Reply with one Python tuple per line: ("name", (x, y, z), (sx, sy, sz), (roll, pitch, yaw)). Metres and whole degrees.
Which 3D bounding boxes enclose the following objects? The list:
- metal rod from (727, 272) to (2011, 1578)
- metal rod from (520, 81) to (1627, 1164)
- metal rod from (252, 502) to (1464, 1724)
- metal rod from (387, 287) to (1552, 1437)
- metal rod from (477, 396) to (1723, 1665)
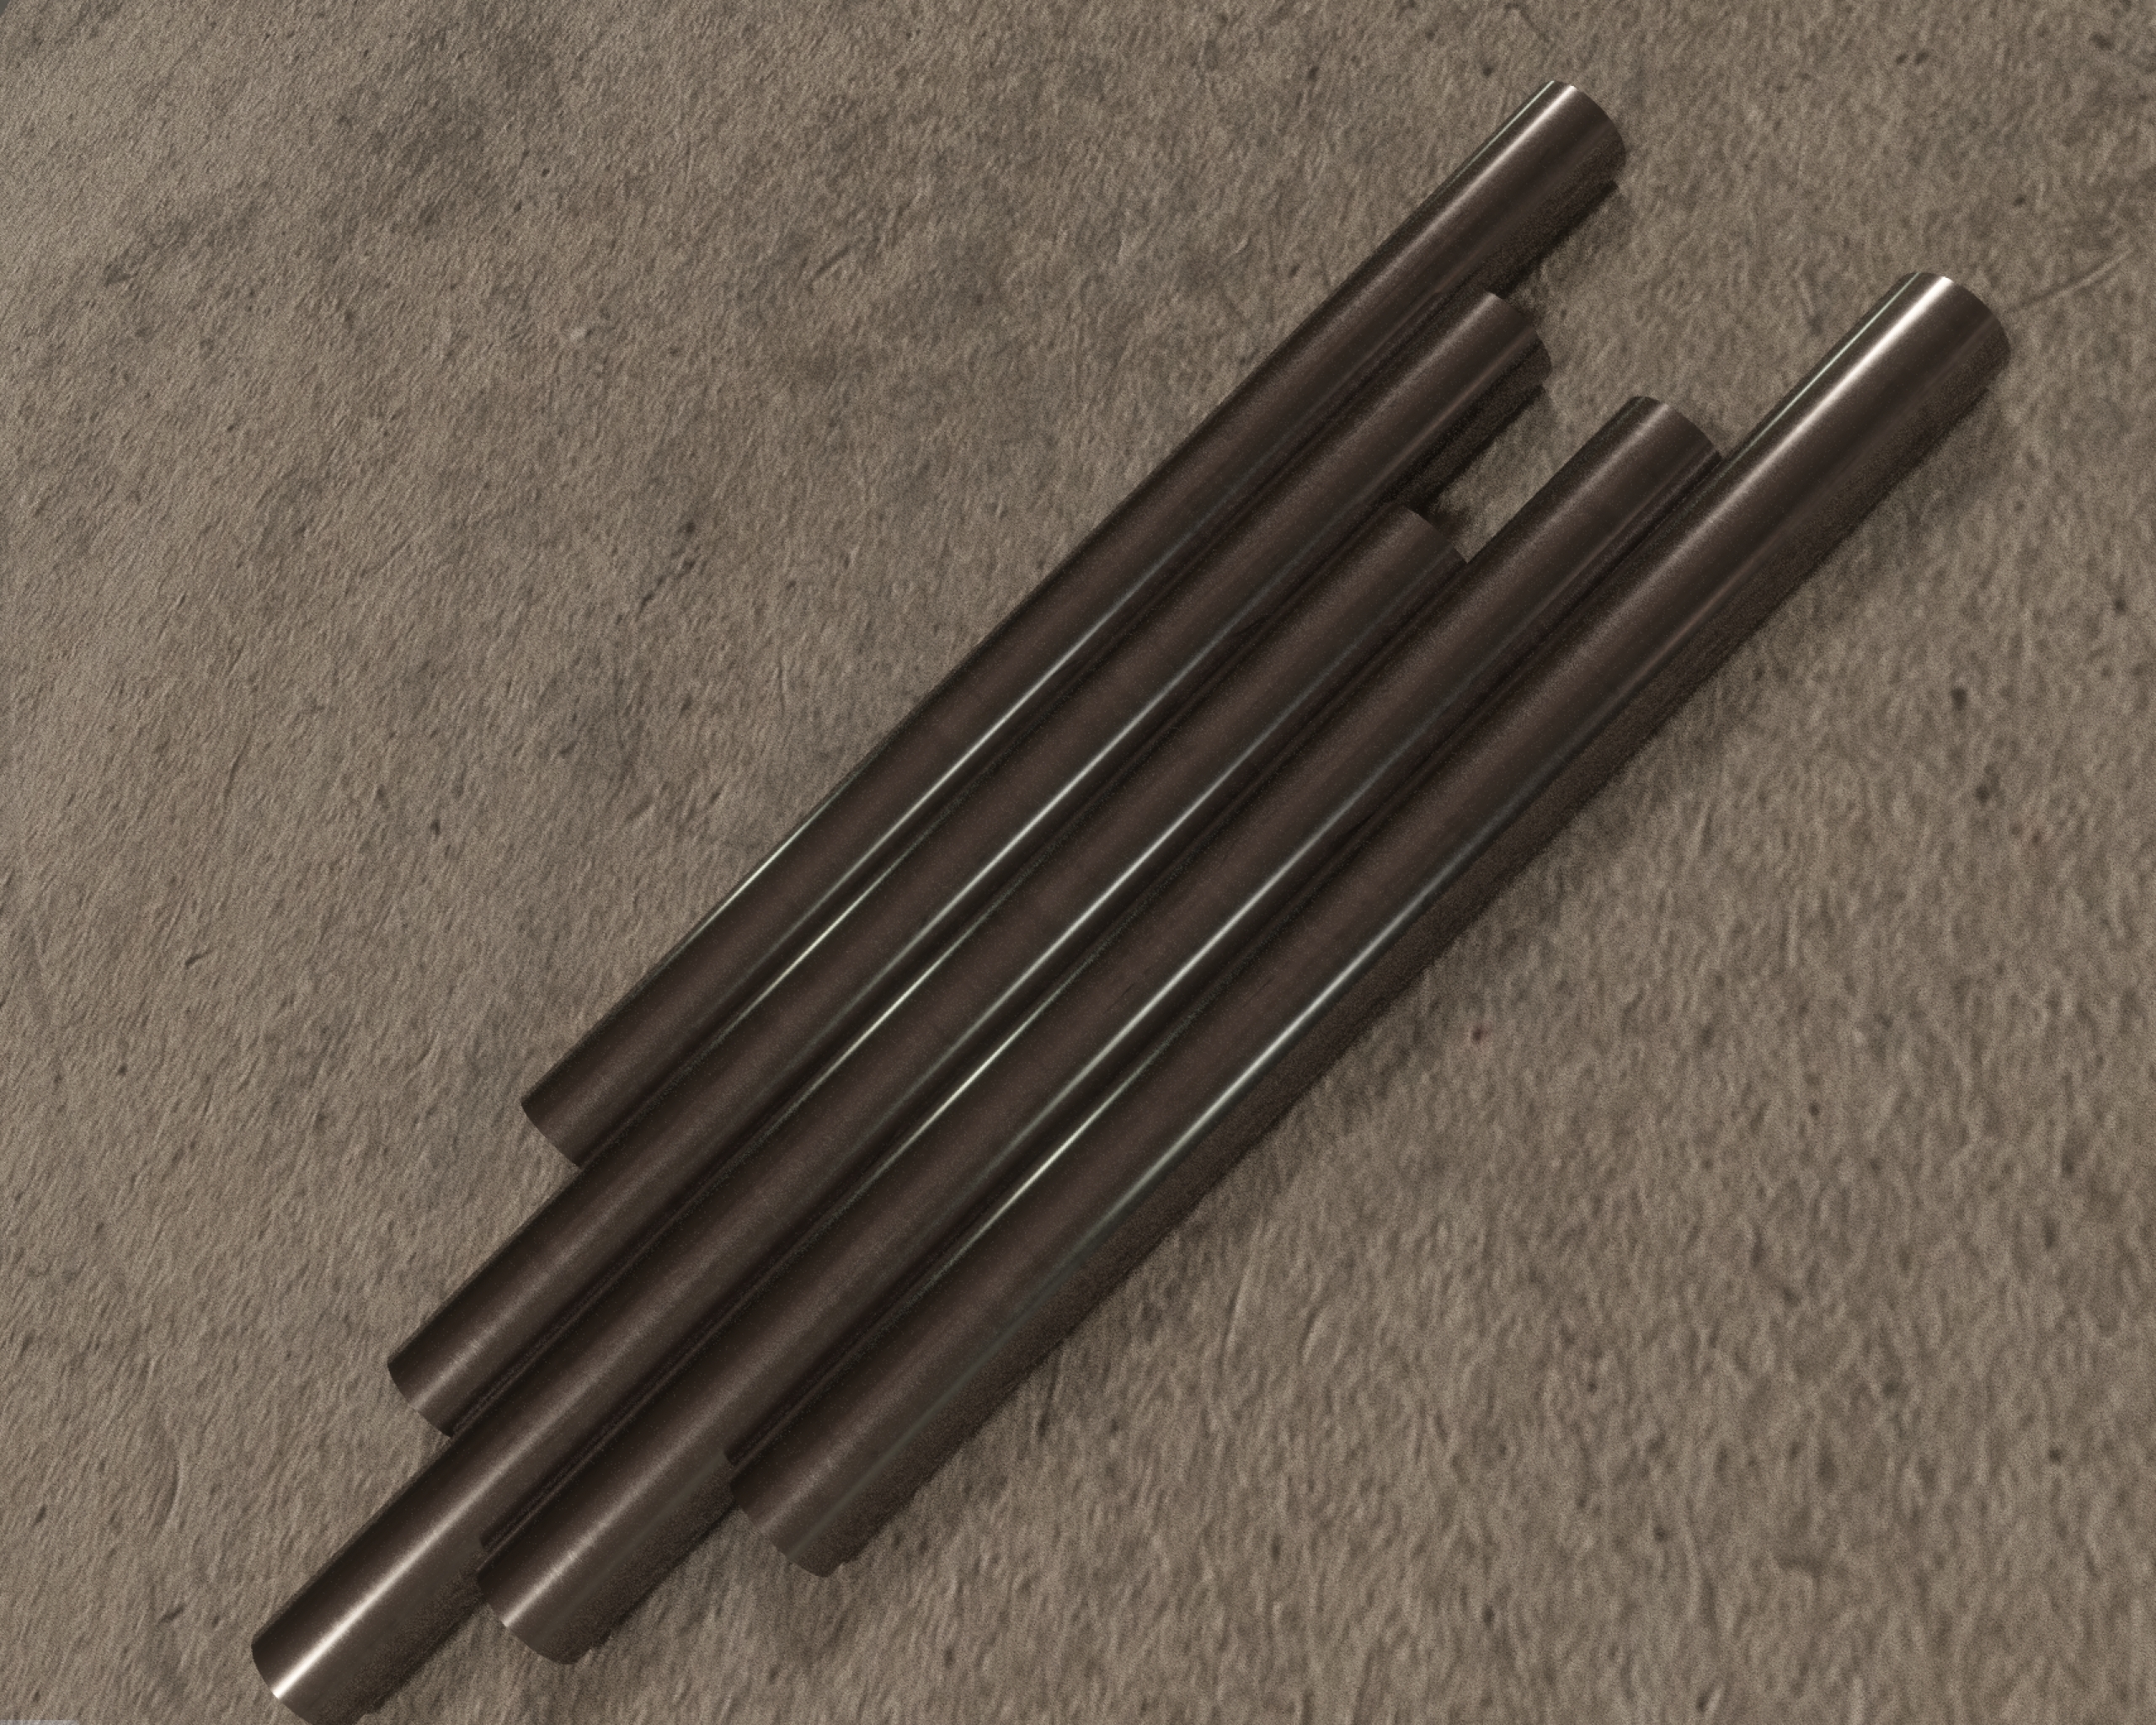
("metal rod", (0.054, 0.008, 0.371), (0.300, 0.025, 0.025), (-45, 51, -4))
("metal rod", (0.002, -0.050, 0.434), (0.300, 0.025, 0.025), (-45, 51, -4))
("metal rod", (-0.037, 0.045, 0.396), (0.300, 0.025, 0.025), (-45, 51, -4))
("metal rod", (-0.019, -0.002, 0.415), (0.300, 0.025, 0.025), (-45, 51, -4))
("metal rod", (0.007, 0.028, 0.383), (0.300, 0.025, 0.025), (-45, 51, -4))
